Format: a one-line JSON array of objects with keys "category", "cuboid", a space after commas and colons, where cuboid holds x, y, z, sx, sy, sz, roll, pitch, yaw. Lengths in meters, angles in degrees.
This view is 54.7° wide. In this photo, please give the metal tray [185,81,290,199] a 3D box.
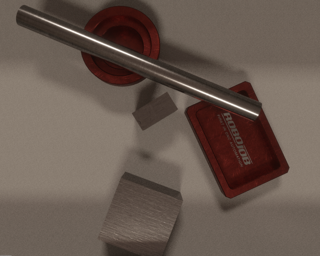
[{"category": "metal tray", "cuboid": [0.100, 0.015, 0.410, 0.090, 0.030, 0.129, -25, 90, -1]}]

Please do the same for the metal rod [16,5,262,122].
[{"category": "metal rod", "cuboid": [-0.023, -0.076, 0.369, 0.301, 0.025, 0.025, 22, 90, -1]}]

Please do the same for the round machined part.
[{"category": "round machined part", "cuboid": [-0.049, -0.102, 0.402, 0.099, 0.042, 0.097, 0, 90, -1]}]

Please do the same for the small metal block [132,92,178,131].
[{"category": "small metal block", "cuboid": [-0.006, -0.020, 0.399, 0.050, 0.050, 0.025, -31, 90, 0]}]

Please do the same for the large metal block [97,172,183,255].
[{"category": "large metal block", "cuboid": [-0.024, 0.111, 0.399, 0.080, 0.050, 0.080, 21, 90, -1]}]
